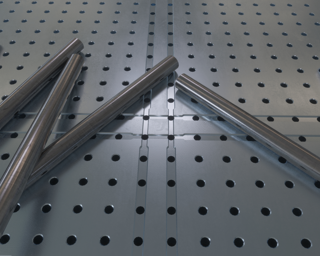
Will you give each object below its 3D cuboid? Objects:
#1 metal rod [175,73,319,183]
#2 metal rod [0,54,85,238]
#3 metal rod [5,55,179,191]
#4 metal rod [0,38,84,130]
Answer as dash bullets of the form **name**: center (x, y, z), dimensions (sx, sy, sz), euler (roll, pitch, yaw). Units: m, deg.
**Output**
- **metal rod**: center (0.138, 0.010, 0.399), dimensions (0.300, 0.025, 0.025), euler (37, 59, 27)
- **metal rod**: center (-0.144, -0.007, 0.388), dimensions (0.025, 0.025, 0.300), euler (3, 42, 3)
- **metal rod**: center (-0.076, -0.017, 0.421), dimensions (0.025, 0.025, 0.301), euler (33, 57, 24)
- **metal rod**: center (-0.203, -0.038, 0.438), dimensions (0.025, 0.025, 0.301), euler (20, 53, 16)
